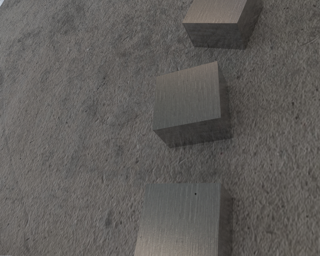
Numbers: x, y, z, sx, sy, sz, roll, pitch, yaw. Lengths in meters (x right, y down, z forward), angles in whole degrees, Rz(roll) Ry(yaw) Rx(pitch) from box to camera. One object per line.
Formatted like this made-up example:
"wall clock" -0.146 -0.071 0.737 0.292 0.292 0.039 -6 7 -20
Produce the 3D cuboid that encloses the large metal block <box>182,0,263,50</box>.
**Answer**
"large metal block" 0.090 -0.161 0.439 0.080 0.050 0.080 13 68 33

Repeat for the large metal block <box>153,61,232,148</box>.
"large metal block" 0.041 -0.027 0.383 0.080 0.050 0.080 -11 57 22

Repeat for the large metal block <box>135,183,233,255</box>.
"large metal block" 0.027 0.102 0.311 0.080 0.050 0.080 -5 59 25
